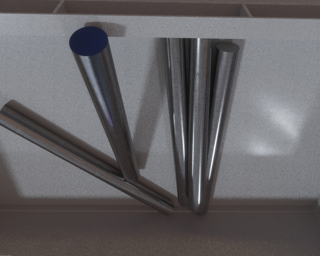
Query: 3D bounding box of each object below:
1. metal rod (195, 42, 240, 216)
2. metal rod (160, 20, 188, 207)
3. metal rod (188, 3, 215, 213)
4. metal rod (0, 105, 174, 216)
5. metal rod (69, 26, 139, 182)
[{"bbox_3d":[0.071,0.026,0.432,0.025,0.025,0.298,0,130,-1],"label":"metal rod"},{"bbox_3d":[0.027,0.007,0.415,0.025,0.025,0.298,-5,130,3],"label":"metal rod"},{"bbox_3d":[0.049,0.000,0.393,0.025,0.025,0.298,-2,125,1],"label":"metal rod"},{"bbox_3d":[-0.094,0.059,0.457,0.301,0.025,0.025,36,121,-27],"label":"metal rod"},{"bbox_3d":[-0.045,0.007,0.336,0.025,0.025,0.299,-1,155,0],"label":"metal rod"}]
